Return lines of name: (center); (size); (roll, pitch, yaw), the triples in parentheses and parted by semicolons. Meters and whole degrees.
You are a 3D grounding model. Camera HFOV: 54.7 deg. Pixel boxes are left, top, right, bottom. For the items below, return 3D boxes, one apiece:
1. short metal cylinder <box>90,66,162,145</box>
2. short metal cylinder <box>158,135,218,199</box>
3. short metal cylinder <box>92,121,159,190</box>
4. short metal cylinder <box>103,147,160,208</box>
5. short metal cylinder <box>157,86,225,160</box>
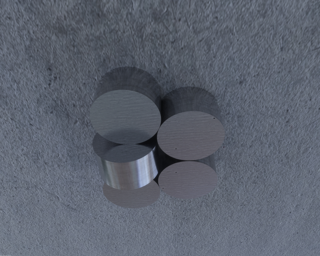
short metal cylinder: (-0.039, -0.026, 0.369); (0.080, 0.050, 0.079); (0, 131, 1)
short metal cylinder: (0.038, 0.056, 0.439); (0.080, 0.050, 0.079); (0, 131, 1)
short metal cylinder: (-0.042, 0.033, 0.400); (0.080, 0.080, 0.050); (-2, 130, 2)
short metal cylinder: (-0.039, 0.073, 0.454); (0.080, 0.050, 0.079); (0, 131, 1)
short metal cylinder: (0.037, -0.005, 0.387); (0.081, 0.050, 0.079); (0, 131, 0)
